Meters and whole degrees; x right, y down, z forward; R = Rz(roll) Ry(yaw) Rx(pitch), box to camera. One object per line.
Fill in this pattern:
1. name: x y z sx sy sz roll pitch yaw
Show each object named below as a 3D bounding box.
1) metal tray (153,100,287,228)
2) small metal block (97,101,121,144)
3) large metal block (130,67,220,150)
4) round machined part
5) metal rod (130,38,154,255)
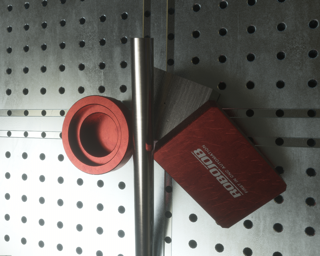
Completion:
1. metal tray: 0.068 0.044 0.355 0.090 0.030 0.130 -40 103 16
2. small metal block: -0.074 -0.007 0.435 0.050 0.025 0.050 -23 82 18
3. large metal block: 0.019 -0.023 0.389 0.080 0.050 0.080 24 98 18
4. round machined part: -0.072 0.008 0.396 0.098 0.042 0.097 0 91 23
5. metal rod: -0.020 0.046 0.373 0.025 0.025 0.298 6 108 20
